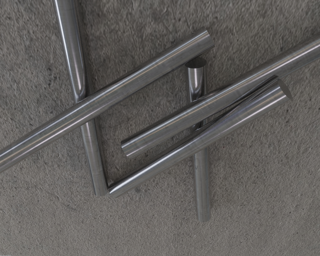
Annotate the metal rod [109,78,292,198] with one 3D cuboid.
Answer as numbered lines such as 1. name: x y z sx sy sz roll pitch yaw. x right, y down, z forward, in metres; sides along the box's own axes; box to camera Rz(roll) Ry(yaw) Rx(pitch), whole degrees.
1. metal rod: 0.028 0.029 0.403 0.025 0.025 0.299 34 131 -26

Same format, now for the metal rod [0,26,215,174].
1. metal rod: -0.077 -0.024 0.354 0.300 0.025 0.025 -29 125 11

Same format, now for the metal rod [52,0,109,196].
1. metal rod: -0.092 -0.016 0.392 0.025 0.025 0.298 0 130 0

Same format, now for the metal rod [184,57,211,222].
1. metal rod: 0.058 0.040 0.441 0.025 0.025 0.298 -5 130 4

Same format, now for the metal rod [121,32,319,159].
1. metal rod: 0.089 -0.044 0.344 0.300 0.025 0.025 -28 125 12
